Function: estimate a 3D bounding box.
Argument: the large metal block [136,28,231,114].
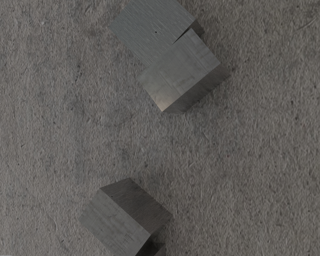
[{"bbox_3d":[0.031,-0.062,0.369,0.080,0.080,0.050,-39,78,16],"label":"large metal block"}]

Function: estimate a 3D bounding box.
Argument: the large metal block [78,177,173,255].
[{"bbox_3d":[-0.041,0.114,0.394,0.080,0.080,0.050,38,102,16],"label":"large metal block"}]

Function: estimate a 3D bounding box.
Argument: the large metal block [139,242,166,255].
[{"bbox_3d":[-0.028,0.197,0.389,0.050,0.080,0.080,-3,89,20],"label":"large metal block"}]

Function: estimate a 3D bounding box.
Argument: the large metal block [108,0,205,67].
[{"bbox_3d":[-0.004,-0.126,0.397,0.080,0.050,0.080,-45,76,14],"label":"large metal block"}]
